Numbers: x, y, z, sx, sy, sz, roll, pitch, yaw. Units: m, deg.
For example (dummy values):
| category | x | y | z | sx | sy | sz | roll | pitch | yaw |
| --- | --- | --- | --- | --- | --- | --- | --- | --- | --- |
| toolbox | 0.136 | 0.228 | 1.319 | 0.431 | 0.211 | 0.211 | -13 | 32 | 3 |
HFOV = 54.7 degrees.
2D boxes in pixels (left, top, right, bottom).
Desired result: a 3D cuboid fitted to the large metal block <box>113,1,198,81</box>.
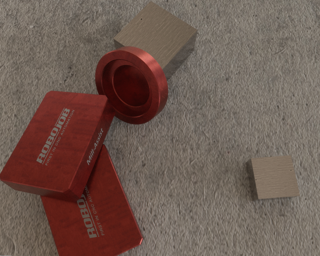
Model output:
| category | x | y | z | sx | sy | sz | roll | pitch | yaw |
| --- | --- | --- | --- | --- | --- | --- | --- | --- | --- |
| large metal block | -0.006 | -0.117 | 0.438 | 0.080 | 0.050 | 0.080 | 36 | 74 | 12 |

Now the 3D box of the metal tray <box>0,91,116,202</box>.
| category | x | y | z | sx | sy | sz | roll | pitch | yaw |
| --- | --- | --- | --- | --- | --- | --- | --- | --- | --- |
| metal tray | -0.118 | 0.016 | 0.374 | 0.090 | 0.030 | 0.130 | 7 | 58 | 17 |

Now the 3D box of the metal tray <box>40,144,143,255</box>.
| category | x | y | z | sx | sy | sz | roll | pitch | yaw |
| --- | --- | --- | --- | --- | --- | --- | --- | --- | --- |
| metal tray | -0.085 | 0.094 | 0.370 | 0.091 | 0.030 | 0.130 | -23 | 72 | -9 |

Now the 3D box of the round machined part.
| category | x | y | z | sx | sy | sz | roll | pitch | yaw |
| --- | --- | --- | --- | --- | --- | --- | --- | --- | --- |
| round machined part | -0.032 | -0.057 | 0.399 | 0.098 | 0.097 | 0.042 | 36 | 41 | 11 |

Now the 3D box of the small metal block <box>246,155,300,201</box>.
| category | x | y | z | sx | sy | sz | roll | pitch | yaw |
| --- | --- | --- | --- | --- | --- | --- | --- | --- | --- |
| small metal block | 0.139 | 0.063 | 0.387 | 0.050 | 0.025 | 0.050 | -4 | 70 | -2 |
